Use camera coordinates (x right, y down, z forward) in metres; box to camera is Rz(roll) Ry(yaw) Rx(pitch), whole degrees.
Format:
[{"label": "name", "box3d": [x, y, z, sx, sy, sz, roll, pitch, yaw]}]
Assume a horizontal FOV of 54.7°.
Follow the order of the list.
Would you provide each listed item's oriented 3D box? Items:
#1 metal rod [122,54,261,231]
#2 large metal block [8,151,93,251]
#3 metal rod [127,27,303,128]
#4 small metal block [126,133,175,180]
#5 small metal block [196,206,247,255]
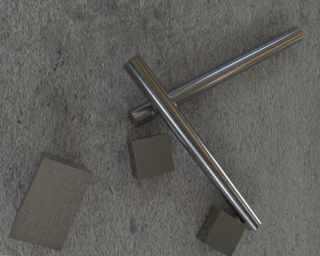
[{"label": "metal rod", "box3d": [0.053, 0.032, 0.411, 0.025, 0.025, 0.300, -44, 111, -15]}, {"label": "large metal block", "box3d": [-0.118, 0.074, 0.337, 0.050, 0.080, 0.080, 24, 82, -19]}, {"label": "metal rod", "box3d": [0.091, -0.080, 0.443, 0.302, 0.025, 0.025, -29, 100, -18]}, {"label": "small metal block", "box3d": [-0.012, 0.036, 0.406, 0.050, 0.025, 0.050, -12, 94, -20]}, {"label": "small metal block", "box3d": [0.088, 0.148, 0.443, 0.050, 0.025, 0.050, 34, 79, -17]}]
